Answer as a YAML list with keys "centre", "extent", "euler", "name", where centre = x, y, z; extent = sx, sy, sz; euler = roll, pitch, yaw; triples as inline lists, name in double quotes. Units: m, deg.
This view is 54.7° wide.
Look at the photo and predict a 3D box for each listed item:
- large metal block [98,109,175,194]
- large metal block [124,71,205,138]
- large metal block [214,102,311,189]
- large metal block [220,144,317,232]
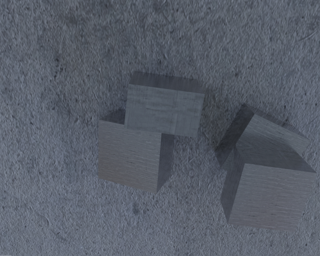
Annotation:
- centre: [-0.030, 0.027, 0.392]
  extent: [0.080, 0.050, 0.079]
  euler: [12, 112, 18]
  name: "large metal block"
- centre: [0.004, -0.031, 0.369]
  extent: [0.081, 0.080, 0.050]
  euler: [7, 110, -3]
  name: "large metal block"
- centre: [0.130, 0.024, 0.406]
  extent: [0.080, 0.050, 0.080]
  euler: [24, 108, -9]
  name: "large metal block"
- centre: [0.124, 0.071, 0.370]
  extent: [0.081, 0.050, 0.079]
  euler: [8, 110, -3]
  name: "large metal block"
